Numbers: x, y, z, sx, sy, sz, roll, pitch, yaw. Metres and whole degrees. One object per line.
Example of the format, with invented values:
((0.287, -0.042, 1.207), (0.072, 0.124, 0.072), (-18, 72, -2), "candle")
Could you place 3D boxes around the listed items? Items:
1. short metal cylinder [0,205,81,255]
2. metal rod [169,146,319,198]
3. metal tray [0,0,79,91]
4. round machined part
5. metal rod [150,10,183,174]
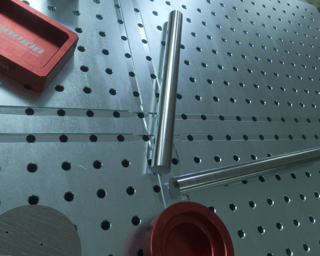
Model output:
((-0.113, 0.112, 0.264), (0.081, 0.050, 0.080), (14, 56, -21), "short metal cylinder")
((0.146, 0.058, 0.453), (0.303, 0.025, 0.025), (-6, 65, -31), "metal rod")
((-0.179, -0.112, 0.377), (0.131, 0.030, 0.090), (30, 52, -10), "metal tray")
((0.027, 0.132, 0.332), (0.099, 0.042, 0.098), (14, 56, -21), "round machined part")
((0.014, -0.073, 0.461), (0.025, 0.025, 0.300), (19, 54, -18), "metal rod")
